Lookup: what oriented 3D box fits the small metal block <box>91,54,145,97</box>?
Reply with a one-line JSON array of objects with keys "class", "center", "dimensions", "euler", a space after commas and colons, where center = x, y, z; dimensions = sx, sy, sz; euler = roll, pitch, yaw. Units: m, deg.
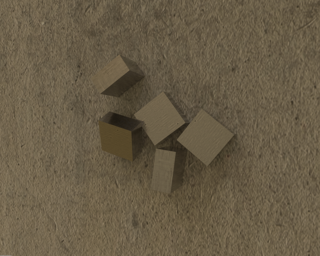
[{"class": "small metal block", "center": [-0.055, -0.068, 0.415], "dimensions": [0.050, 0.050, 0.025], "euler": [-36, 79, 16]}]

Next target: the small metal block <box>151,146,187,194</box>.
[{"class": "small metal block", "center": [0.012, 0.051, 0.391], "dimensions": [0.025, 0.050, 0.050], "euler": [8, 93, 20]}]

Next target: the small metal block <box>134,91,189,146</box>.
[{"class": "small metal block", "center": [0.003, -0.012, 0.408], "dimensions": [0.050, 0.025, 0.050], "euler": [-37, 78, 16]}]

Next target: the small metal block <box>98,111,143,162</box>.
[{"class": "small metal block", "center": [-0.052, 0.011, 0.414], "dimensions": [0.050, 0.025, 0.050], "euler": [17, 128, 22]}]

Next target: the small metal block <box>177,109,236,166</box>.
[{"class": "small metal block", "center": [0.058, 0.011, 0.388], "dimensions": [0.050, 0.025, 0.050], "euler": [41, 103, 15]}]
